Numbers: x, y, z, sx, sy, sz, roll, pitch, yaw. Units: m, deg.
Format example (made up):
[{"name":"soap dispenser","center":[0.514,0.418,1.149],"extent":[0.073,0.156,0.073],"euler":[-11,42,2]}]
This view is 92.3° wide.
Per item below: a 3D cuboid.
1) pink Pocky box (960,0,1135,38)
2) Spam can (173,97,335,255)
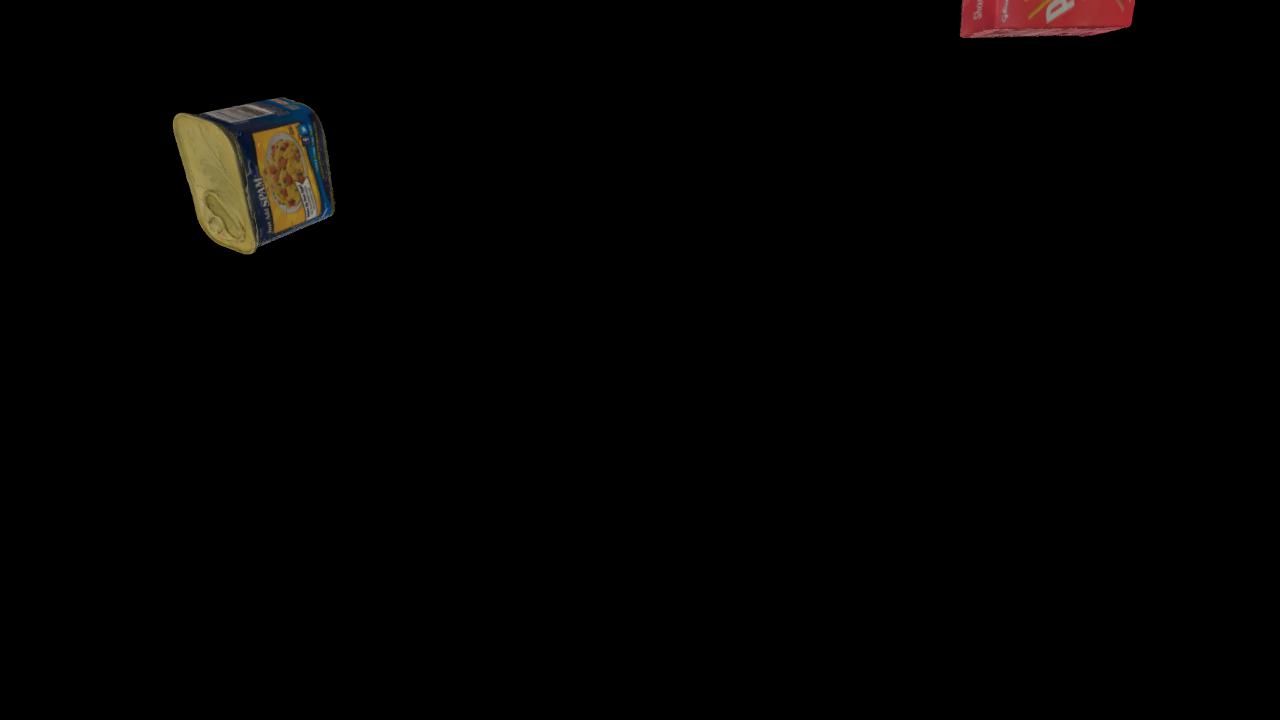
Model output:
[{"name":"pink Pocky box","center":[0.277,-0.263,0.408],"extent":[0.155,0.084,0.029],"euler":[-14,21,-24]},{"name":"Spam can","center":[-0.294,-0.146,0.480],"extent":[0.058,0.101,0.085],"euler":[21,37,12]}]
